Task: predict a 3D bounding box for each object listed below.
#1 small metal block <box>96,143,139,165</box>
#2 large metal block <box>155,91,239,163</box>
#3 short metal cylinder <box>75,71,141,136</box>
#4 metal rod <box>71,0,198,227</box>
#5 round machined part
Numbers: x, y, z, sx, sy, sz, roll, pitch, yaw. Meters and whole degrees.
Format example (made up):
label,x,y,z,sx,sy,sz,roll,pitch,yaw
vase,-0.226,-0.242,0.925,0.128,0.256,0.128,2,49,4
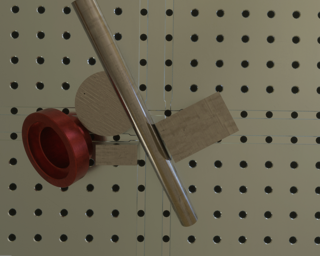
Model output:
label,x,y,z,sx,sy,sz,roll,pitch,yaw
small metal block,-0.053,0.033,0.400,0.050,0.050,0.025,0,90,-1
large metal block,0.041,-0.001,0.386,0.080,0.080,0.050,-27,90,0
short metal cylinder,-0.063,-0.030,0.400,0.081,0.050,0.079,0,90,-1
metal rod,-0.020,-0.004,0.366,0.025,0.025,0.299,-25,109,0
round machined part,-0.123,0.021,0.387,0.098,0.042,0.097,15,118,30
